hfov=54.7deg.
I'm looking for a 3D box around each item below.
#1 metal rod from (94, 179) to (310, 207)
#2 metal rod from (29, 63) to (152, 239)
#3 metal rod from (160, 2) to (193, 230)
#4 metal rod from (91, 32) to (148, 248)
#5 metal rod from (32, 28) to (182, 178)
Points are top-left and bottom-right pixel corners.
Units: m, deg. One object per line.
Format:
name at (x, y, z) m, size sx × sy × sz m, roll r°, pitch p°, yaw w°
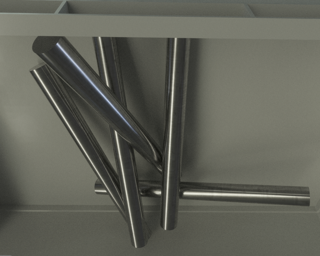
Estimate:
metal rod at (0.047, 0.090, 0.441) m, size 0.301 × 0.025 × 0.025 m, roll -1°, pitch 132°, yaw 18°
metal rod at (-0.080, 0.050, 0.418) m, size 0.025 × 0.025 × 0.299 m, roll -17°, pitch 119°, yaw 14°
metal rod at (0.016, 0.008, 0.376) m, size 0.025 × 0.025 × 0.298 m, roll 1°, pitch 119°, yaw -1°
metal rod at (-0.045, 0.034, 0.391) m, size 0.025 × 0.025 × 0.298 m, roll -5°, pitch 116°, yaw 4°
metal rod at (-0.031, 0.004, 0.351) m, size 0.025 × 0.025 × 0.300 m, roll -17°, pitch 147°, yaw 14°
